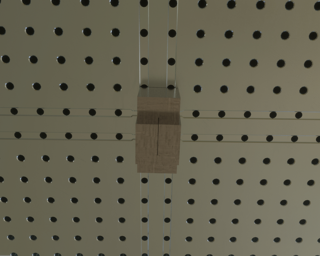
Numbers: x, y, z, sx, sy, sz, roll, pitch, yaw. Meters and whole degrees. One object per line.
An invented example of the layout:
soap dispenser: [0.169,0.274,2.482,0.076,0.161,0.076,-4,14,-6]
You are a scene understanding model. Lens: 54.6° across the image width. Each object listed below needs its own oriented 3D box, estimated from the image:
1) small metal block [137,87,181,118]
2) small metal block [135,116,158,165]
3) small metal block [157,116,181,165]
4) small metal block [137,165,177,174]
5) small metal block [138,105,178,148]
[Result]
small metal block: [-0.002,-0.033,0.387,0.050,0.050,0.025,2,110,-1]
small metal block: [-0.015,0.010,0.377,0.025,0.050,0.050,2,110,-1]
small metal block: [0.011,0.011,0.377,0.025,0.050,0.050,2,110,0]
small metal block: [-0.003,0.037,0.413,0.050,0.050,0.025,2,110,-1]
small metal block: [-0.003,-0.002,0.412,0.050,0.025,0.050,2,110,0]
